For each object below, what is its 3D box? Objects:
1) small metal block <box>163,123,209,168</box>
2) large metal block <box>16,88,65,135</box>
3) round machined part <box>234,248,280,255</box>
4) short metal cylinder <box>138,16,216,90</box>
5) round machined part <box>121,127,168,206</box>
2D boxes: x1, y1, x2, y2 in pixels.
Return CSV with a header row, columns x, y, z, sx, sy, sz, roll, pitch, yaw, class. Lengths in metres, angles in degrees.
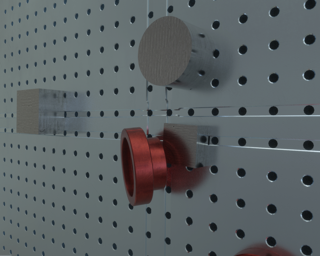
x,y,z,sx,sy,sz,roll,pitch,yaw,class
0.031,0.020,0.384,0.050,0.025,0.050,5,93,40,small metal block
-0.223,-0.030,0.578,0.080,0.050,0.079,2,91,40,large metal block
0.100,0.179,0.316,0.098,0.042,0.097,0,90,40,round machined part
0.020,-0.089,0.377,0.080,0.050,0.080,0,90,40,short metal cylinder
-0.021,0.047,0.396,0.098,0.042,0.097,175,89,-74,round machined part
